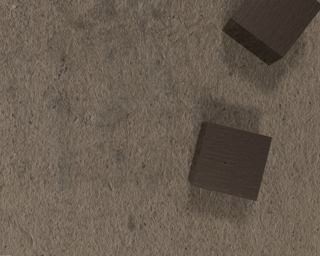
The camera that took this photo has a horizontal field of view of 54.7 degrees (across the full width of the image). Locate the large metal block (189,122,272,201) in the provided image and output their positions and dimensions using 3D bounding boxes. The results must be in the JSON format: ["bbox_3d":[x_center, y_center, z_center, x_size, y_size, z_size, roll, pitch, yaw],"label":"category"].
[{"bbox_3d":[0.087,0.040,0.399,0.080,0.050,0.080,14,90,-1],"label":"large metal block"}]

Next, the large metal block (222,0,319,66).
[{"bbox_3d":[0.142,-0.141,0.399,0.080,0.050,0.080,37,90,-1],"label":"large metal block"}]
